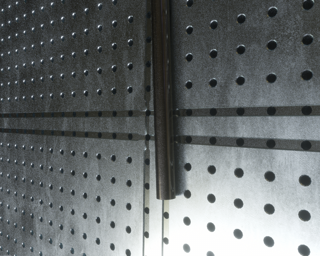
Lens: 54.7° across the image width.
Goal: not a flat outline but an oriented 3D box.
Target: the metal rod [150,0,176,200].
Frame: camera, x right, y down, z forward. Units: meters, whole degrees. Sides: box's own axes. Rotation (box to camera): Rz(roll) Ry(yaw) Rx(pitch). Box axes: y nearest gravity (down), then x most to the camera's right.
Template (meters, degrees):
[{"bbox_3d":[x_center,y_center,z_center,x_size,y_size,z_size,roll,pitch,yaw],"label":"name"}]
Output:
[{"bbox_3d":[0.003,-0.058,0.404,0.025,0.025,0.298,-3,88,39],"label":"metal rod"}]
